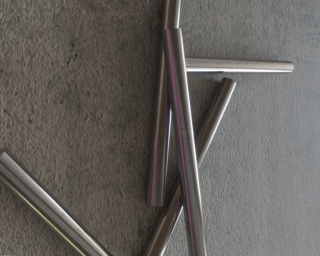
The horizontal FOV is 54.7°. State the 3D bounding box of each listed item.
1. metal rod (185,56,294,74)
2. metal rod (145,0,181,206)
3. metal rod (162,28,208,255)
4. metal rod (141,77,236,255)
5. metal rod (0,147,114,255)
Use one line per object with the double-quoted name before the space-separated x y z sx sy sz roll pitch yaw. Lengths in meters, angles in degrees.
"metal rod" 0.140 -0.104 0.521 0.302 0.025 0.025 -9 96 -40
"metal rod" 0.006 -0.051 0.409 0.025 0.025 0.298 8 85 -40
"metal rod" 0.033 0.027 0.398 0.025 0.025 0.298 -12 98 -39
"metal rod" 0.046 0.052 0.443 0.025 0.025 0.300 41 65 -33
"metal rod" -0.074 0.138 0.343 0.025 0.025 0.299 -49 119 -29
